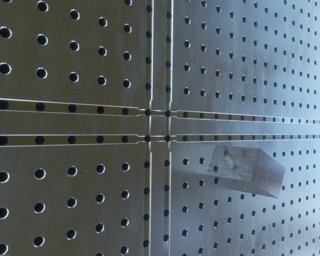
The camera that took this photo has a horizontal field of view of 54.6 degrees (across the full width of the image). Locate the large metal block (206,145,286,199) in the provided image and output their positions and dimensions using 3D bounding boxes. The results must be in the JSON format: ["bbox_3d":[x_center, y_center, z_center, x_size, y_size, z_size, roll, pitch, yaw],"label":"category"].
[{"bbox_3d":[0.134,0.068,0.485,0.080,0.080,0.050,31,71,-36],"label":"large metal block"}]
